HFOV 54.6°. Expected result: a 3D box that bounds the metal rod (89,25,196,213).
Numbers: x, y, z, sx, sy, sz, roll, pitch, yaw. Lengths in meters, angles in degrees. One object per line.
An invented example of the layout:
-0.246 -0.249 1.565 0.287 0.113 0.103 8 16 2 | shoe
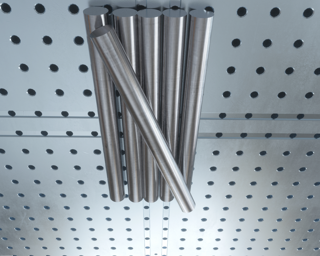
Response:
-0.007 0.014 0.390 0.025 0.025 0.299 -15 129 12 | metal rod

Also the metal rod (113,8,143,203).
-0.037 -0.002 0.408 0.025 0.025 0.298 0 130 -1 | metal rod

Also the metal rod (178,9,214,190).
0.039 -0.002 0.410 0.025 0.025 0.298 1 130 -1 | metal rod

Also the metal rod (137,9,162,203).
-0.013 -0.002 0.408 0.025 0.025 0.298 0 130 -1 | metal rod

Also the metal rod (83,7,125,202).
-0.066 -0.004 0.407 0.025 0.025 0.298 1 130 -1 | metal rod

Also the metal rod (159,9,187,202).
0.013 -0.003 0.410 0.025 0.025 0.298 0 130 -1 | metal rod
